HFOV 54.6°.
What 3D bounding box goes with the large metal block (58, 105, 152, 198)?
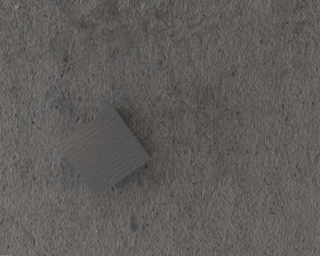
[{"bbox_3d":[-0.067,0.028,0.397,0.080,0.050,0.080,-36,90,0],"label":"large metal block"}]
